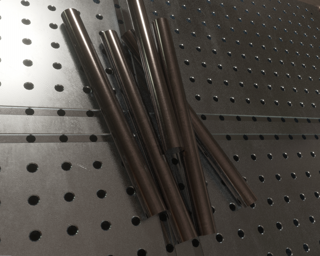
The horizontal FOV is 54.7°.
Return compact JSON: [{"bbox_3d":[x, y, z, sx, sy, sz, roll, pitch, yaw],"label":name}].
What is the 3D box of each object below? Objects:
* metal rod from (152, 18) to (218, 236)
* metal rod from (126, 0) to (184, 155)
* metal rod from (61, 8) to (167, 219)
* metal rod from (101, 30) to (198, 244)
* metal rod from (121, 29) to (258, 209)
[{"bbox_3d":[0.028,-0.014,0.409,0.025,0.025,0.299,-1,70,-29],"label":"metal rod"},{"bbox_3d":[-0.016,-0.106,0.433,0.025,0.025,0.299,-1,64,-29],"label":"metal rod"},{"bbox_3d":[-0.065,-0.031,0.393,0.025,0.025,0.299,-14,69,-34],"label":"metal rod"},{"bbox_3d":[-0.021,-0.004,0.400,0.025,0.025,0.299,-9,66,-32],"label":"metal rod"},{"bbox_3d":[0.037,-0.020,0.441,0.025,0.025,0.299,-27,76,-37],"label":"metal rod"}]
